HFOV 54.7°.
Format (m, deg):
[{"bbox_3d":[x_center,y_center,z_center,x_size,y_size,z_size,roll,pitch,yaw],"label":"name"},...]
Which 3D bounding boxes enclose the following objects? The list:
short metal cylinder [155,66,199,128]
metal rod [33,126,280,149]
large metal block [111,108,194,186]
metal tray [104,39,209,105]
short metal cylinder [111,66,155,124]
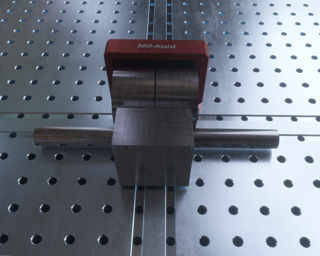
[{"bbox_3d":[0.021,-0.039,0.401,0.050,0.080,0.080,1,50,1],"label":"short metal cylinder"},{"bbox_3d":[-0.004,0.012,0.392,0.302,0.025,0.025,1,50,0],"label":"metal rod"},{"bbox_3d":[-0.006,0.023,0.347,0.081,0.080,0.050,1,50,0],"label":"large metal block"},{"bbox_3d":[-0.004,-0.074,0.423,0.131,0.089,0.030,1,50,0],"label":"metal tray"},{"bbox_3d":[-0.031,-0.040,0.401,0.050,0.080,0.080,1,50,0],"label":"short metal cylinder"}]
